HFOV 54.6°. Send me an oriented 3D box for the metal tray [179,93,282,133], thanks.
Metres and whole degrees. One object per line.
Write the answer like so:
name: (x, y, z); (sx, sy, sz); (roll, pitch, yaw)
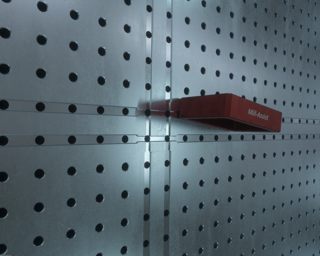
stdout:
metal tray: (0.104, -0.018, 0.452); (0.131, 0.090, 0.030); (12, 83, -39)
